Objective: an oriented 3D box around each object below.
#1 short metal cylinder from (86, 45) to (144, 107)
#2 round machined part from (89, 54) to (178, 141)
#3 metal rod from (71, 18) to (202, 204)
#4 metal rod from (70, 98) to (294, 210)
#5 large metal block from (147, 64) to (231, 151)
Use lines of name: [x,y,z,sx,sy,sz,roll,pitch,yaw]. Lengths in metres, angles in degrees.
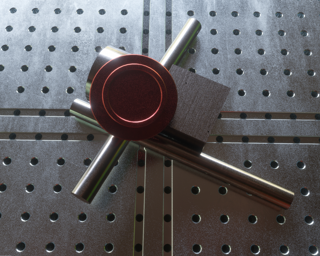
short metal cylinder: [-0.053,-0.060,0.403,0.050,0.080,0.080,24,72,8]
round machined part: [-0.029,-0.034,0.345,0.099,0.042,0.097,0,90,-7]
metal rod: [-0.018,-0.039,0.405,0.025,0.025,0.300,27,64,9]
metal rod: [0.022,0.030,0.400,0.301,0.025,0.025,23,72,8]
large metal block: [0.035,-0.024,0.404,0.080,0.050,0.080,24,72,8]
